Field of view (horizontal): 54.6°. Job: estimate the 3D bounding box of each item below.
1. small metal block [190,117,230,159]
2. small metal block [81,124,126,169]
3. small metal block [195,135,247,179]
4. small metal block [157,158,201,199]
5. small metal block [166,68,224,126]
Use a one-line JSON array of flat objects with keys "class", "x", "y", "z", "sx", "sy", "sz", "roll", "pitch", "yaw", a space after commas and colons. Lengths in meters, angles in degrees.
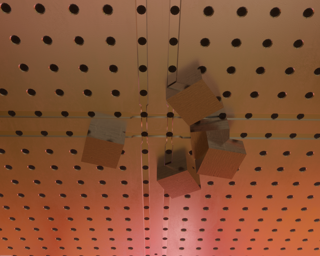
[{"class": "small metal block", "x": 0.068, "y": 0.014, "z": 0.424, "sx": 0.050, "sy": 0.025, "sz": 0.050, "roll": -6, "pitch": 130, "yaw": 4}, {"class": "small metal block", "x": -0.079, "y": 0.027, "z": 0.433, "sx": 0.050, "sy": 0.025, "sz": 0.050, "roll": 14, "pitch": 129, "yaw": -12}, {"class": "small metal block", "x": 0.079, "y": 0.039, "z": 0.413, "sx": 0.050, "sy": 0.025, "sz": 0.050, "roll": 10, "pitch": 130, "yaw": -9}, {"class": "small metal block", "x": 0.029, "y": 0.078, "z": 0.478, "sx": 0.050, "sy": 0.025, "sz": 0.050, "roll": -22, "pitch": 127, "yaw": 18}, {"class": "small metal block", "x": 0.042, "y": -0.037, "z": 0.380, "sx": 0.050, "sy": 0.025, "sz": 0.050, "roll": -29, "pitch": 125, "yaw": 22}]
